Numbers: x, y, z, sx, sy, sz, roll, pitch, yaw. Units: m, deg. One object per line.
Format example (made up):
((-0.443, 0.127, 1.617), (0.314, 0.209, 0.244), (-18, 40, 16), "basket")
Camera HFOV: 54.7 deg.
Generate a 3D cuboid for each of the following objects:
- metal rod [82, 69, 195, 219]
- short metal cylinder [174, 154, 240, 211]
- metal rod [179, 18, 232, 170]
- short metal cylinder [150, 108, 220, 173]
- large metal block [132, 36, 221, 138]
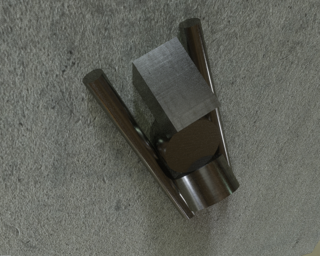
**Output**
((-0.012, 0.043, 0.428), (0.025, 0.025, 0.299), (-35, 129, -5), "metal rod")
((0.067, 0.078, 0.450), (0.080, 0.080, 0.050), (-28, 86, -11), "short metal cylinder")
((0.076, -0.009, 0.443), (0.025, 0.025, 0.299), (-29, 128, -10), "metal rod")
((0.033, 0.013, 0.418), (0.081, 0.050, 0.079), (-14, 124, -21), "short metal cylinder")
((0.013, -0.038, 0.336), (0.050, 0.080, 0.080), (-32, 87, -8), "large metal block")
